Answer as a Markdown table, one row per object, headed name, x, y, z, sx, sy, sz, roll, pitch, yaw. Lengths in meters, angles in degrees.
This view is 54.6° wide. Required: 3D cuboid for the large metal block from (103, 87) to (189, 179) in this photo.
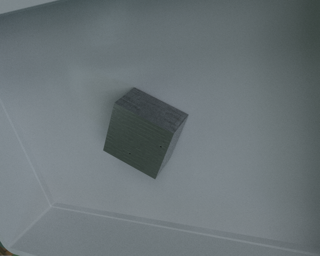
| name | x | y | z | sx | sy | sz | roll | pitch | yaw |
| --- | --- | --- | --- | --- | --- | --- | --- | --- | --- |
| large metal block | -0.020 | 0.007 | 0.403 | 0.080 | 0.050 | 0.079 | 28 | 127 | 10 |
